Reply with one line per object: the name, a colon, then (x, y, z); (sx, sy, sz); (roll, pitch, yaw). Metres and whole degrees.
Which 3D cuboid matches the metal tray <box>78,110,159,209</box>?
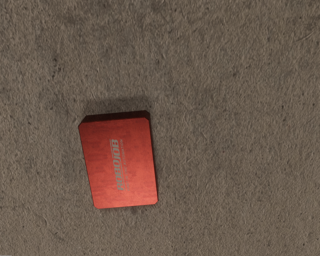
metal tray: (-0.053, 0.045, 0.423); (0.091, 0.030, 0.129); (-5, 110, 1)
